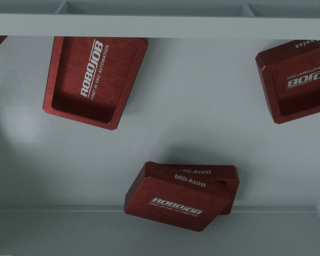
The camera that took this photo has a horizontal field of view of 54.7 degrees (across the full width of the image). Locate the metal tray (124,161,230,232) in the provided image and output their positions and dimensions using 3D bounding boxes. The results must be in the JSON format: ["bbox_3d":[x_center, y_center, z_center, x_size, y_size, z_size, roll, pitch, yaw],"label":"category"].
[{"bbox_3d":[0.023,0.104,0.454,0.131,0.030,0.089,19,127,-16],"label":"metal tray"}]

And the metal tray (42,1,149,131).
[{"bbox_3d":[-0.075,-0.062,0.351,0.091,0.030,0.129,16,128,-13],"label":"metal tray"}]

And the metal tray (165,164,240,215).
[{"bbox_3d":[0.051,0.099,0.491,0.131,0.030,0.089,1,130,-1],"label":"metal tray"}]

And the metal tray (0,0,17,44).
[{"bbox_3d":[-0.215,-0.094,0.284,0.131,0.090,0.030,1,130,-1],"label":"metal tray"}]

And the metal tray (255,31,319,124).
[{"bbox_3d":[0.185,-0.063,0.353,0.130,0.030,0.090,-18,128,14],"label":"metal tray"}]
